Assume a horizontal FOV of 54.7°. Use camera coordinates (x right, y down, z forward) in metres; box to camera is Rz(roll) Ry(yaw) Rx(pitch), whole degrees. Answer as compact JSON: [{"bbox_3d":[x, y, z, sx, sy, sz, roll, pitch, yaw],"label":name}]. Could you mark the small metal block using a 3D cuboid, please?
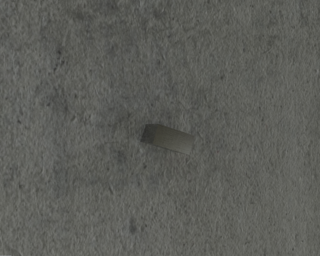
[{"bbox_3d":[0.009,0.014,0.400,0.050,0.050,0.025,18,84,-20],"label":"small metal block"}]
